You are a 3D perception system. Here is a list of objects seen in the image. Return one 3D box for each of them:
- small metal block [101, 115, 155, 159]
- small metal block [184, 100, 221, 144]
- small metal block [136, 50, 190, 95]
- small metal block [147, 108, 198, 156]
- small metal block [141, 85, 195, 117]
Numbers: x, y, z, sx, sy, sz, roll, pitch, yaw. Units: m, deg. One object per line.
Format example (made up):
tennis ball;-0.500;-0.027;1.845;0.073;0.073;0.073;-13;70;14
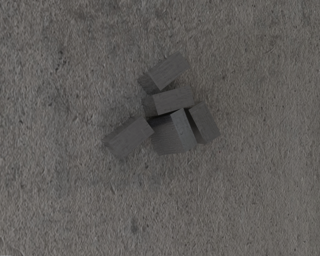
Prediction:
small metal block;-0.041;0.010;0.381;0.050;0.050;0.025;-39;103;-16
small metal block;0.048;-0.007;0.413;0.025;0.050;0.050;-31;101;-17
small metal block;0.003;-0.070;0.397;0.050;0.050;0.025;-40;103;-16
small metal block;0.013;0.006;0.397;0.025;0.050;0.050;-30;101;-41
small metal block;0.009;-0.034;0.399;0.050;0.050;0.025;-17;95;-19
